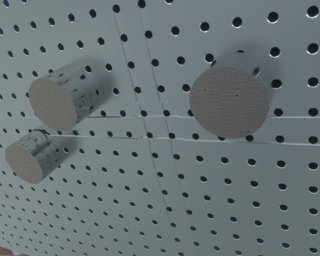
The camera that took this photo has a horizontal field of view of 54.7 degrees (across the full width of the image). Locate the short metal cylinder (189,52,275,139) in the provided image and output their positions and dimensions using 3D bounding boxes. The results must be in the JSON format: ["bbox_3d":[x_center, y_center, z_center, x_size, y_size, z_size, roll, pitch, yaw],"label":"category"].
[{"bbox_3d":[0.078,-0.035,0.332,0.080,0.050,0.079,13,124,21],"label":"short metal cylinder"}]

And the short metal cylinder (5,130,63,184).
[{"bbox_3d":[-0.220,0.051,0.542,0.080,0.050,0.079,13,124,21],"label":"short metal cylinder"}]

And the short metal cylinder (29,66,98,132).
[{"bbox_3d":[-0.137,-0.042,0.441,0.080,0.050,0.079,13,124,21],"label":"short metal cylinder"}]
